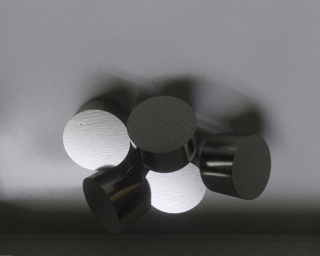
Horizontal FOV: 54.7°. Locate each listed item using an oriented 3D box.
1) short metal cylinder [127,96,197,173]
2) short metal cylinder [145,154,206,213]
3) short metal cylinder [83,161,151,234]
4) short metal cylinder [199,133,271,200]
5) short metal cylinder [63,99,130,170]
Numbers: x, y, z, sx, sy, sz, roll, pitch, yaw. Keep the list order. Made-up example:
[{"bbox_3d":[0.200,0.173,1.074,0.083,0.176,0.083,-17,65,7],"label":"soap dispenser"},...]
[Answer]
[{"bbox_3d":[0.004,0.008,0.375,0.080,0.080,0.050,-8,146,2],"label":"short metal cylinder"},{"bbox_3d":[0.019,0.067,0.421,0.081,0.050,0.079,0,110,-1],"label":"short metal cylinder"},{"bbox_3d":[-0.057,0.089,0.405,0.050,0.080,0.079,-27,115,-36],"label":"short metal cylinder"},{"bbox_3d":[0.096,0.047,0.393,0.081,0.050,0.079,-2,93,-39],"label":"short metal cylinder"},{"bbox_3d":[-0.077,0.007,0.397,0.081,0.050,0.079,0,110,-1],"label":"short metal cylinder"}]
